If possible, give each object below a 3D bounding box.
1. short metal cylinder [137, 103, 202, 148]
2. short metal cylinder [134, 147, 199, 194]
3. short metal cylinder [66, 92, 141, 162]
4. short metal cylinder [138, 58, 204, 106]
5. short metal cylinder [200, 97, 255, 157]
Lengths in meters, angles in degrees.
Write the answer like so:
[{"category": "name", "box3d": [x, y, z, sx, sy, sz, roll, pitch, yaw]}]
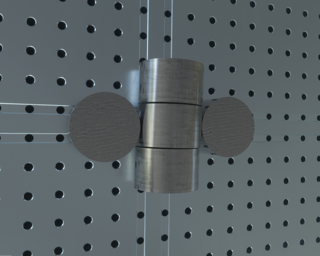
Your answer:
[{"category": "short metal cylinder", "box3d": [0.012, -0.002, 0.388, 0.081, 0.080, 0.050, 2, 90, -20]}, {"category": "short metal cylinder", "box3d": [0.008, 0.049, 0.387, 0.081, 0.080, 0.050, 1, 90, -20]}, {"category": "short metal cylinder", "box3d": [-0.069, -0.001, 0.374, 0.081, 0.050, 0.079, 0, 90, -21]}, {"category": "short metal cylinder", "box3d": [0.014, -0.054, 0.389, 0.081, 0.080, 0.050, 3, 89, -20]}, {"category": "short metal cylinder", "box3d": [0.082, -0.001, 0.430, 0.081, 0.050, 0.079, 0, 90, -21]}]
